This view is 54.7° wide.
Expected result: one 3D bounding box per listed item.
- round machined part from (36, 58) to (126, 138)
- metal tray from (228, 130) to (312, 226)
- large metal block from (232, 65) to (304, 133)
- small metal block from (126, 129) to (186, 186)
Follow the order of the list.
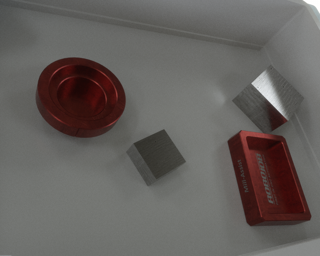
[{"bbox_3d":[-0.094,-0.031,0.364,0.099,0.042,0.098,14,56,-21],"label":"round machined part"},{"bbox_3d":[0.155,0.071,0.444,0.091,0.030,0.130,7,59,-25],"label":"metal tray"},{"bbox_3d":[0.182,-0.048,0.520,0.080,0.050,0.080,47,51,4],"label":"large metal block"},{"bbox_3d":[-0.005,0.036,0.383,0.050,0.025,0.050,-25,75,-37],"label":"small metal block"}]
